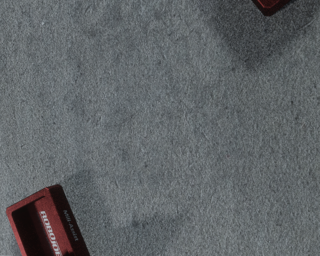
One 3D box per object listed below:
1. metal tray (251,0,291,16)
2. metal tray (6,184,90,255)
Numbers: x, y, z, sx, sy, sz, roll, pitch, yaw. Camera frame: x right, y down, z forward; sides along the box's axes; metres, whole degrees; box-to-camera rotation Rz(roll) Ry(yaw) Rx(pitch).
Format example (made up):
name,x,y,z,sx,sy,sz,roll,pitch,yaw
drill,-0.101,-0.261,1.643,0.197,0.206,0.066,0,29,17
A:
name,x,y,z,sx,sy,sz,roll,pitch,yaw
metal tray,0.123,-0.210,0.362,0.090,0.030,0.130,-37,78,16
metal tray,-0.168,0.162,0.465,0.090,0.030,0.130,-28,81,17
